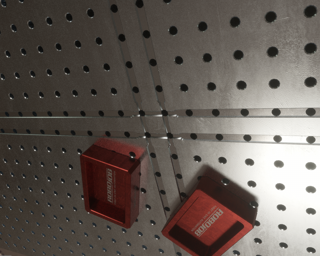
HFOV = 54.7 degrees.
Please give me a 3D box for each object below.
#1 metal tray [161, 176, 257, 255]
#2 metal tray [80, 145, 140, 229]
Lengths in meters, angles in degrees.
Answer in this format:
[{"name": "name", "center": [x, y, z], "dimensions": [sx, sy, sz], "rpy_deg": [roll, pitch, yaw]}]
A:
[{"name": "metal tray", "center": [0.068, 0.140, 0.457], "dimensions": [0.090, 0.030, 0.129], "rpy_deg": [33, 129, 5]}, {"name": "metal tray", "center": [-0.081, 0.098, 0.509], "dimensions": [0.090, 0.030, 0.129], "rpy_deg": [17, 125, 18]}]
